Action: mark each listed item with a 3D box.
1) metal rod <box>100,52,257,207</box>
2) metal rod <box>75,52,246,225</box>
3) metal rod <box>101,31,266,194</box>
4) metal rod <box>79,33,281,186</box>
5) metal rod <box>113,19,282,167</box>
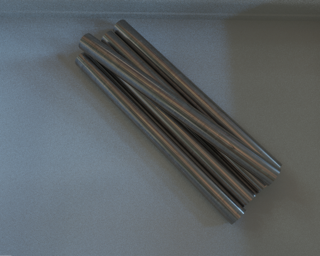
[{"bbox_3d":[0.007,-0.015,0.414,0.025,0.025,0.300,-41,75,-14],"label":"metal rod"},{"bbox_3d":[-0.009,0.004,0.407,0.025,0.025,0.300,-41,75,-14],"label":"metal rod"},{"bbox_3d":[0.026,-0.030,0.419,0.025,0.025,0.300,-41,75,-14],"label":"metal rod"},{"bbox_3d":[0.016,-0.030,0.392,0.300,0.025,0.025,37,74,12],"label":"metal rod"},{"bbox_3d":[0.042,-0.049,0.426,0.025,0.025,0.300,-41,75,-14],"label":"metal rod"}]
